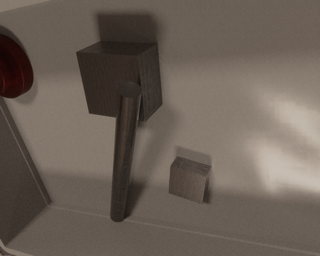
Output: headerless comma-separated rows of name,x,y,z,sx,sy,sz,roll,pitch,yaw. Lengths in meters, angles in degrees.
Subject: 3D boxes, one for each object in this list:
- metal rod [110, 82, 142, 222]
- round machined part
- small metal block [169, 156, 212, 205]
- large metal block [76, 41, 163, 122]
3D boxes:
metal rod,-0.053,0.057,0.430,0.025,0.025,0.298,26,140,11
round machined part,-0.246,-0.089,0.470,0.098,0.042,0.097,13,124,20
small metal block,0.041,0.072,0.431,0.050,0.025,0.050,15,125,19
large metal block,-0.047,-0.059,0.379,0.080,0.050,0.079,9,122,23
